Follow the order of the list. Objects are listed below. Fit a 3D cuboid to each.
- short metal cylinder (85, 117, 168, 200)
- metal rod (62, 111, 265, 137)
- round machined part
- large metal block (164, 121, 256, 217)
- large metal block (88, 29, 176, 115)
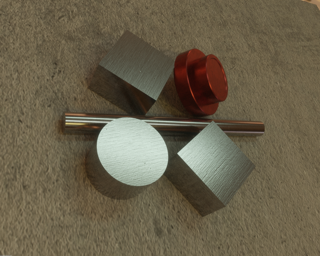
[{"bbox_3d":[-0.038,0.035,0.348,0.081,0.050,0.080,14,56,-21],"label":"short metal cylinder"},{"bbox_3d":[0.024,-0.003,0.423,0.303,0.025,0.025,2,61,-28],"label":"metal rod"},{"bbox_3d":[0.064,-0.066,0.441,0.098,0.042,0.098,25,59,-50],"label":"round machined part"},{"bbox_3d":[0.061,0.051,0.393,0.080,0.050,0.080,48,51,5],"label":"large metal block"},{"bbox_3d":[-0.035,-0.071,0.412,0.080,0.050,0.080,32,51,-8],"label":"large metal block"}]
